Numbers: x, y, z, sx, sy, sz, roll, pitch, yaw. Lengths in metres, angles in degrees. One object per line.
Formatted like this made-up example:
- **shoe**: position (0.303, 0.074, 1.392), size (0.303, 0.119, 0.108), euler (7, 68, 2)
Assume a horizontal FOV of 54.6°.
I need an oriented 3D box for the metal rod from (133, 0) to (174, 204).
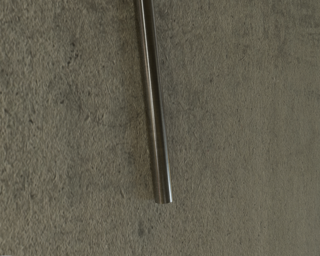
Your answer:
- **metal rod**: position (-0.010, -0.052, 0.395), size (0.025, 0.025, 0.298), euler (-10, 96, -39)
